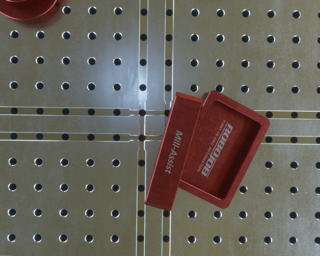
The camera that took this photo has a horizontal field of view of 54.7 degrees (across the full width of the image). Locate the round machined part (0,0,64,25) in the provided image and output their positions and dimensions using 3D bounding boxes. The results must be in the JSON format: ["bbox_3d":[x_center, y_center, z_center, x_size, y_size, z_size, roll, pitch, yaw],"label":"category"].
[{"bbox_3d":[-0.178,-0.189,0.402,0.099,0.042,0.097,0,90,-1],"label":"round machined part"}]

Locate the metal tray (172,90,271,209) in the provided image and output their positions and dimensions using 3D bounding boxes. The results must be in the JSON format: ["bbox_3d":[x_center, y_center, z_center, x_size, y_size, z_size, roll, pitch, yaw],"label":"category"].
[{"bbox_3d":[0.073,0.027,0.405,0.090,0.030,0.130,28,88,-7],"label":"metal tray"}]

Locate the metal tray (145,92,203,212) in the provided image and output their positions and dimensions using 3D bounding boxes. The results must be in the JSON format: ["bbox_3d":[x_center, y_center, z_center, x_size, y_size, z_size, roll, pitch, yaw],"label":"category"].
[{"bbox_3d":[0.015,0.026,0.381,0.030,0.090,0.129,16,90,0],"label":"metal tray"}]
